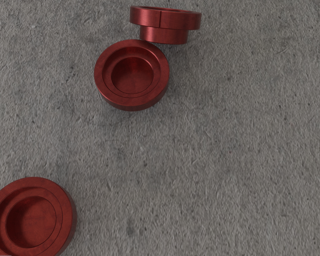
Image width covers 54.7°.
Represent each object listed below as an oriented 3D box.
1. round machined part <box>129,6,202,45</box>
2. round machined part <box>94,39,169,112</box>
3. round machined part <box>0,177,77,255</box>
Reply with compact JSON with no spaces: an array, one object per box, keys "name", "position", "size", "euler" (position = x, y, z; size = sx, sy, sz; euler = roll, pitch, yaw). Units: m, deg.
[{"name":"round machined part","position":[0.007,-0.143,0.433],"size":[0.099,0.098,0.042],"euler":[7,113,2]},{"name":"round machined part","position":[-0.037,-0.067,0.422],"size":[0.099,0.042,0.098],"euler":[0,72,1]},{"name":"round machined part","position":[-0.145,0.109,0.358],"size":[0.099,0.042,0.098],"euler":[0,70,0]}]
